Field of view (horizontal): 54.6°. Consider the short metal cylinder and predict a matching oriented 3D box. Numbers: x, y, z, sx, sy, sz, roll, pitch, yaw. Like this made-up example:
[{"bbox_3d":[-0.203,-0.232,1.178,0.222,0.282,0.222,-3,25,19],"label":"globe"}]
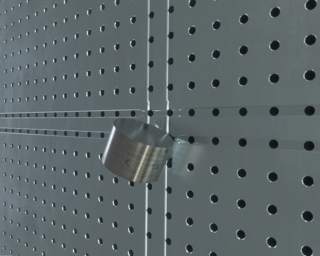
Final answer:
[{"bbox_3d":[-0.029,0.027,0.398,0.080,0.081,0.050,34,111,35],"label":"short metal cylinder"}]
